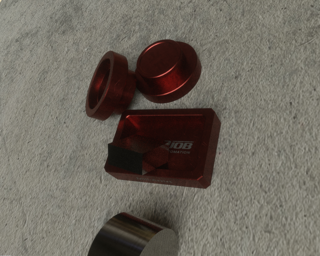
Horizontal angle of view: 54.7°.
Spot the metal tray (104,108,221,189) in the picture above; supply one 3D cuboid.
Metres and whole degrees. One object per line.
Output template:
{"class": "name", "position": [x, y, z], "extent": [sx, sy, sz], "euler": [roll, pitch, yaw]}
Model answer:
{"class": "metal tray", "position": [0.003, 0.022, 0.384], "extent": [0.130, 0.030, 0.090], "euler": [1, 62, 28]}

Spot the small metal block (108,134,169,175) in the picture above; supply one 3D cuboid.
{"class": "small metal block", "position": [-0.025, 0.029, 0.362], "extent": [0.050, 0.050, 0.025], "euler": [12, 109, 33]}

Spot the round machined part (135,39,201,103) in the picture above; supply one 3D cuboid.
{"class": "round machined part", "position": [0.006, -0.087, 0.442], "extent": [0.098, 0.042, 0.098], "euler": [-13, 56, 20]}

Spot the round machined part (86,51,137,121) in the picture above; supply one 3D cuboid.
{"class": "round machined part", "position": [-0.068, -0.057, 0.443], "extent": [0.098, 0.042, 0.098], "euler": [-37, 44, 47]}

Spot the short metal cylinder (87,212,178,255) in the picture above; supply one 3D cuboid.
{"class": "short metal cylinder", "position": [-0.025, 0.129, 0.302], "extent": [0.050, 0.080, 0.080], "euler": [12, 68, 33]}
